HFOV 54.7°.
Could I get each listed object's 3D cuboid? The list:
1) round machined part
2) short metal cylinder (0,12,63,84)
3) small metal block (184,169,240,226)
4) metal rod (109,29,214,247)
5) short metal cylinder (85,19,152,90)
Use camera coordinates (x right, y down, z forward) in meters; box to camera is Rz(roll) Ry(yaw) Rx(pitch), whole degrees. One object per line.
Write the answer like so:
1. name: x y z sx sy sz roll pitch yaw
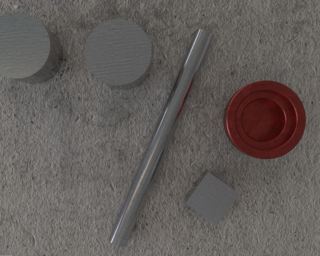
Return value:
1. round machined part: 0.131 -0.010 0.402 0.099 0.042 0.097 0 90 0
2. short metal cylinder: -0.172 -0.099 0.396 0.081 0.050 0.079 0 90 0
3. small metal block: 0.068 0.091 0.410 0.050 0.025 0.050 35 90 0
4. metal rod: 0.002 0.013 0.409 0.025 0.025 0.299 23 90 0
5. short metal cylinder: -0.050 -0.091 0.397 0.081 0.050 0.079 0 90 0
